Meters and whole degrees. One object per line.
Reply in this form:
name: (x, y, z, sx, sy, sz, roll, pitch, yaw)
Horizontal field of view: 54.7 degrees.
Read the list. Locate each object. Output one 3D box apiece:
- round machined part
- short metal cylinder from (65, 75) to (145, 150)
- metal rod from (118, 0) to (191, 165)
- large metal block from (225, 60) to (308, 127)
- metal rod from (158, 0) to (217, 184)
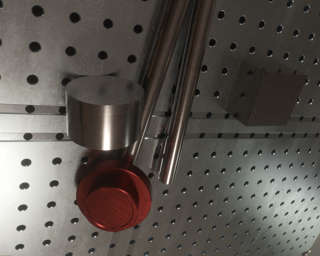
round machined part: (-0.060, 0.094, 0.400, 0.099, 0.042, 0.097, 1, 113, 2)
short metal cylinder: (-0.059, -0.019, 0.333, 0.081, 0.080, 0.050, -7, 122, -25)
metal rod: (-0.016, -0.036, 0.381, 0.025, 0.025, 0.298, 5, 116, -31)
large metal block: (0.153, -0.050, 0.451, 0.081, 0.050, 0.079, -1, 119, -28)
metal rod: (0.034, -0.054, 0.398, 0.025, 0.025, 0.298, -4, 121, -27)
